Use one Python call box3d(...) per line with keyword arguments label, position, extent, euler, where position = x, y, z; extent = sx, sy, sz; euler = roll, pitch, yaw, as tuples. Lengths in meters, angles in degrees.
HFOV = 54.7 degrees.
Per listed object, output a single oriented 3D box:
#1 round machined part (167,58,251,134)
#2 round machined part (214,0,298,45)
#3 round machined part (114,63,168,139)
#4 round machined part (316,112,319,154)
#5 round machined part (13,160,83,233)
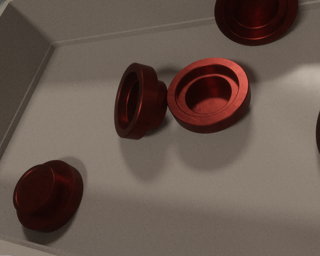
box3d(label="round machined part", position=(0.061, -0.036, 0.381), extent=(0.098, 0.042, 0.098), euler=(-11, 57, 17))
box3d(label="round machined part", position=(0.121, -0.158, 0.393), extent=(0.098, 0.098, 0.042), euler=(-4, 48, 26))
box3d(label="round machined part", position=(-0.023, -0.033, 0.405), extent=(0.098, 0.042, 0.098), euler=(-30, 56, 58))
box3d(label="round machined part", position=(0.189, -0.004, 0.275), extent=(0.042, 0.098, 0.098), euler=(13, 63, -7))
box3d(label="round machined part", position=(-0.158, 0.088, 0.421), extent=(0.098, 0.042, 0.098), euler=(-13, 56, 20))
